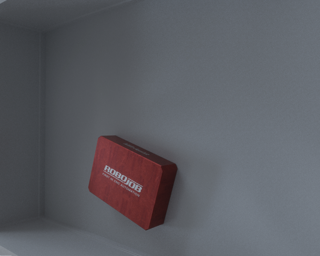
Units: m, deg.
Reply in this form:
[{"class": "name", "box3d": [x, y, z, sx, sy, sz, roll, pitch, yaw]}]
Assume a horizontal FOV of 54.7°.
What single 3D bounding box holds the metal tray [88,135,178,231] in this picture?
[{"class": "metal tray", "box3d": [-0.043, 0.072, 0.437, 0.130, 0.030, 0.089, 22, 104, 37]}]
